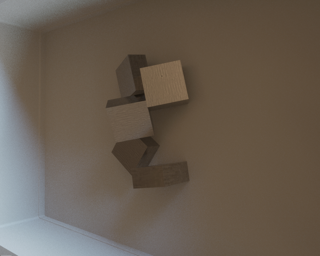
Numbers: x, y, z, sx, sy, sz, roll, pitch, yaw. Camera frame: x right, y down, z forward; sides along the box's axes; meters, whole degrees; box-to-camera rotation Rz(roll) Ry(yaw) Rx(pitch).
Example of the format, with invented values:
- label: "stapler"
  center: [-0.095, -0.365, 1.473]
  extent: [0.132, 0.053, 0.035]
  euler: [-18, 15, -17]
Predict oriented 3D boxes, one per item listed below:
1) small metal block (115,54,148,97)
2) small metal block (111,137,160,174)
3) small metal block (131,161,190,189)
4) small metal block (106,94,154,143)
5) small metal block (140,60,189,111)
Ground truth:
- label: "small metal block"
  center: [-0.036, -0.066, 0.424]
  extent: [0.050, 0.025, 0.050]
  euler: [-30, 70, 59]
- label: "small metal block"
  center: [-0.035, 0.030, 0.434]
  extent: [0.050, 0.025, 0.050]
  euler: [43, 116, 31]
- label: "small metal block"
  center: [0.001, 0.059, 0.388]
  extent: [0.050, 0.050, 0.025]
  euler: [-12, 83, 39]
- label: "small metal block"
  center: [-0.037, -0.013, 0.397]
  extent: [0.050, 0.025, 0.050]
  euler: [-11, 118, 3]
- label: "small metal block"
  center: [0.006, -0.052, 0.385]
  extent: [0.050, 0.025, 0.050]
  euler: [-11, 81, 2]
